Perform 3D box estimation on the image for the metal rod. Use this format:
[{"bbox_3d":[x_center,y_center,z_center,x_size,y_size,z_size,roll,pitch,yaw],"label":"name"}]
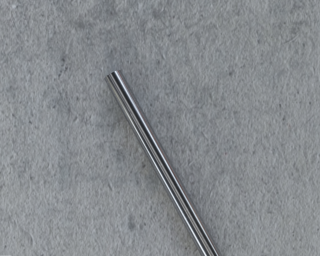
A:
[{"bbox_3d":[0.009,0.061,0.410,0.025,0.025,0.299,-29,90,0],"label":"metal rod"}]
